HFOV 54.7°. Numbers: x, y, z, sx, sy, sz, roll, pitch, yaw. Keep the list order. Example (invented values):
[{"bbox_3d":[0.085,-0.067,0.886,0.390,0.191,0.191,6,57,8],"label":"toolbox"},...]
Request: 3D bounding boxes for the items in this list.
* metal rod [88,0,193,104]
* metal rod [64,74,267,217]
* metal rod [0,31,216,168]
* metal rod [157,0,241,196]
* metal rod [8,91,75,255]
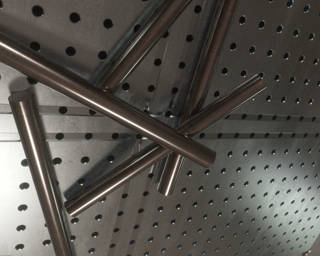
[{"bbox_3d":[0.020,-0.139,0.336,0.299,0.025,0.025,-49,129,6],"label":"metal rod"},{"bbox_3d":[0.004,0.025,0.406,0.301,0.025,0.025,-34,130,3],"label":"metal rod"},{"bbox_3d":[-0.055,-0.024,0.332,0.301,0.025,0.025,29,103,-27],"label":"metal rod"},{"bbox_3d":[0.047,-0.035,0.417,0.025,0.025,0.298,2,118,-30],"label":"metal rod"},{"bbox_3d":[-0.139,0.094,0.394,0.025,0.025,0.298,-15,125,-21],"label":"metal rod"}]
